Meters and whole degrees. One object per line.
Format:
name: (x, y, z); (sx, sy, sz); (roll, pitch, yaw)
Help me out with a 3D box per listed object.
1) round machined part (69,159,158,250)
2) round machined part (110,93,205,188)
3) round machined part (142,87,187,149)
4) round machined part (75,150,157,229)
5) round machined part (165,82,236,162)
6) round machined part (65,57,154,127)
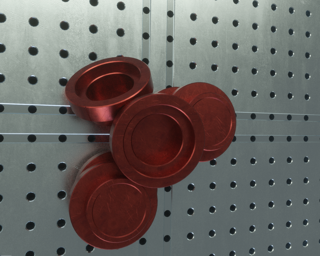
round machined part: (-0.048, 0.085, 0.340); (0.099, 0.042, 0.097); (0, 90, -20)
round machined part: (-0.005, 0.011, 0.333); (0.099, 0.042, 0.097); (-3, 99, -17)
round machined part: (0.023, -0.003, 0.390); (0.099, 0.042, 0.097); (0, 90, -20)
round machined part: (-0.049, 0.075, 0.363); (0.099, 0.042, 0.097); (0, 90, -20)
round machined part: (0.051, -0.007, 0.376); (0.099, 0.042, 0.097); (0, 89, -20)
round machined part: (-0.056, -0.039, 0.362); (0.099, 0.098, 0.042); (-29, 135, -18)
